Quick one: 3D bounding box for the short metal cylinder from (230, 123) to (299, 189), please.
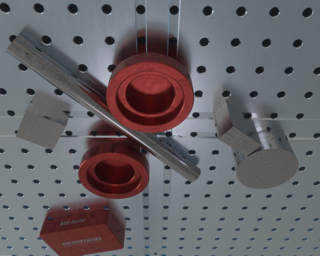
[{"bbox_3d":[0.142,0.040,0.430,0.081,0.050,0.079,0,130,0],"label":"short metal cylinder"}]

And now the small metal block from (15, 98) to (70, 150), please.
[{"bbox_3d":[-0.154,-0.004,0.407,0.050,0.025,0.050,24,126,-20],"label":"small metal block"}]

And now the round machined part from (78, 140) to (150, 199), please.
[{"bbox_3d":[-0.064,0.056,0.447,0.099,0.042,0.097,0,130,0],"label":"round machined part"}]

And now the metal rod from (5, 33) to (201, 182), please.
[{"bbox_3d":[-0.053,-0.010,0.401,0.025,0.025,0.301,-37,122,27],"label":"metal rod"}]

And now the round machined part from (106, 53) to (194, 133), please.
[{"bbox_3d":[-0.011,-0.044,0.363,0.099,0.042,0.097,0,130,0],"label":"round machined part"}]

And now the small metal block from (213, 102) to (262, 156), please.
[{"bbox_3d":[0.098,0.001,0.397,0.050,0.050,0.025,30,124,-23],"label":"small metal block"}]

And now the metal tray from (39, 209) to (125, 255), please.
[{"bbox_3d":[-0.142,0.199,0.576,0.130,0.030,0.090,-13,129,10],"label":"metal tray"}]
